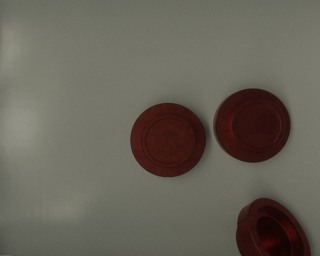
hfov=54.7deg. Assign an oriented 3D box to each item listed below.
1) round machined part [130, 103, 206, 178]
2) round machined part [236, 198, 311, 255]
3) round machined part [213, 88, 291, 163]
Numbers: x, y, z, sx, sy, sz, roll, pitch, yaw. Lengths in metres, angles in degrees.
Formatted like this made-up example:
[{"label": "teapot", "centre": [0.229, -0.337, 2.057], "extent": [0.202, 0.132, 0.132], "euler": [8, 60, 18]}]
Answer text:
[{"label": "round machined part", "centre": [0.011, 0.016, 0.403], "extent": [0.099, 0.042, 0.097], "euler": [0, 90, 0]}, {"label": "round machined part", "centre": [0.135, 0.141, 0.386], "extent": [0.098, 0.098, 0.042], "euler": [40, 131, 0]}, {"label": "round machined part", "centre": [0.122, -0.003, 0.404], "extent": [0.099, 0.042, 0.097], "euler": [0, 90, 0]}]
